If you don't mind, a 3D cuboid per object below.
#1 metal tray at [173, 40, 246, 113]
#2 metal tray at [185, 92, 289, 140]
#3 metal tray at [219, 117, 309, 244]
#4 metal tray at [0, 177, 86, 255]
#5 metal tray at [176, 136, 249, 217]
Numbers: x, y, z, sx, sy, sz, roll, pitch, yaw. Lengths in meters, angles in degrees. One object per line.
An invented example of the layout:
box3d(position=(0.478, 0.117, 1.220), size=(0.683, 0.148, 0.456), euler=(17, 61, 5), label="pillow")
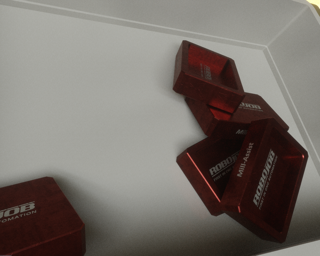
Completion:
box3d(position=(0.068, -0.079, 0.451), size=(0.091, 0.030, 0.130), euler=(20, 33, -8), label="metal tray")
box3d(position=(0.112, -0.021, 0.454), size=(0.131, 0.030, 0.090), euler=(6, 37, -25), label="metal tray")
box3d(position=(0.135, 0.063, 0.387), size=(0.090, 0.030, 0.130), euler=(39, 64, -23), label="metal tray")
box3d(position=(-0.136, 0.086, 0.243), size=(0.131, 0.030, 0.090), euler=(-11, 26, -33), label="metal tray")
box3d(position=(0.097, 0.048, 0.424), size=(0.131, 0.030, 0.090), euler=(-24, 75, -37), label="metal tray")
